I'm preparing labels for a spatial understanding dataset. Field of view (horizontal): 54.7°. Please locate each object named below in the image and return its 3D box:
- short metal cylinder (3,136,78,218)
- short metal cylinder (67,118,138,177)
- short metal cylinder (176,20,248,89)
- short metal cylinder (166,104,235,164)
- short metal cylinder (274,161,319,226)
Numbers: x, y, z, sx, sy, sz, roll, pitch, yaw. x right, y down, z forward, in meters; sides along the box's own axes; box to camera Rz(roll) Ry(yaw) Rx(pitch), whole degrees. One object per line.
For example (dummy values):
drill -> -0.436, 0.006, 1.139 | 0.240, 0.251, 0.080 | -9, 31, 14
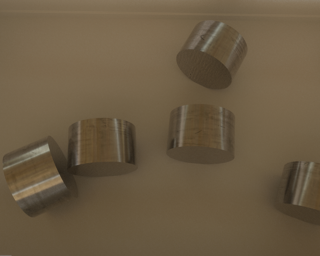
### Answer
short metal cylinder -> -0.136, 0.055, 0.359 | 0.050, 0.080, 0.080 | -24, 72, -9
short metal cylinder -> -0.068, 0.026, 0.370 | 0.081, 0.080, 0.050 | -4, 70, -2
short metal cylinder -> 0.069, -0.096, 0.417 | 0.080, 0.080, 0.050 | 27, 72, 9
short metal cylinder -> 0.050, 0.010, 0.377 | 0.080, 0.080, 0.050 | 5, 70, 1
short metal cylinder -> 0.179, 0.077, 0.354 | 0.080, 0.080, 0.050 | 19, 71, 6
